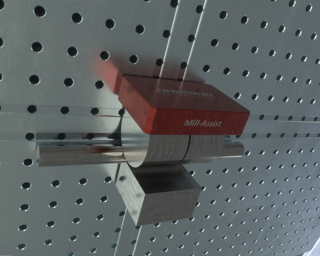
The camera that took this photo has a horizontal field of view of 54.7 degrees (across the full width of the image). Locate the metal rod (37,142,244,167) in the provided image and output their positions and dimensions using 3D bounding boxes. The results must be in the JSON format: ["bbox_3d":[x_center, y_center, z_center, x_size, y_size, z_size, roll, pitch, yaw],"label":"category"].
[{"bbox_3d":[-0.006,0.033,0.424,0.303,0.025,0.025,1,118,-29],"label":"metal rod"}]

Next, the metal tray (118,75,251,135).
[{"bbox_3d":[0.027,-0.026,0.363,0.131,0.090,0.030,1,118,-29],"label":"metal tray"}]

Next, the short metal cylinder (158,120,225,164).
[{"bbox_3d":[0.038,0.006,0.397,0.050,0.080,0.079,2,118,-29],"label":"short metal cylinder"}]

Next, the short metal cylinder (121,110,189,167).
[{"bbox_3d":[-0.008,0.006,0.371,0.050,0.080,0.079,0,118,-29],"label":"short metal cylinder"}]

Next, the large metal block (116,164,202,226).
[{"bbox_3d":[-0.005,0.079,0.417,0.081,0.080,0.050,1,118,-29],"label":"large metal block"}]
